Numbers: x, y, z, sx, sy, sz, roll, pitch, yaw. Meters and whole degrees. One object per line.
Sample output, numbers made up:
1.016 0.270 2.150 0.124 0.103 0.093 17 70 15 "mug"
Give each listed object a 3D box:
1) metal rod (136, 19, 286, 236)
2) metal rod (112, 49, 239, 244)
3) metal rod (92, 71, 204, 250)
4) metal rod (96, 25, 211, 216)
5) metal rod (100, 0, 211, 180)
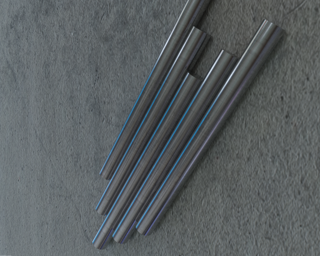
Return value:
0.046 0.017 0.366 0.025 0.025 0.298 44 116 31 "metal rod"
0.010 0.039 0.396 0.025 0.025 0.298 44 116 31 "metal rod"
-0.025 0.058 0.425 0.025 0.025 0.298 44 116 31 "metal rod"
-0.019 0.005 0.420 0.025 0.025 0.298 44 116 31 "metal rod"
-0.012 -0.049 0.414 0.025 0.025 0.298 44 116 31 "metal rod"
